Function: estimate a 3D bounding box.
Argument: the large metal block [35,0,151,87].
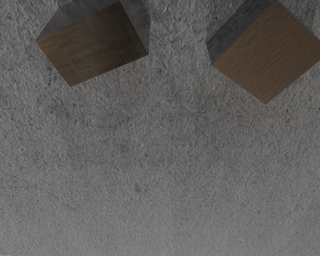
[{"bbox_3d":[-0.057,-0.093,0.291,0.080,0.080,0.050,-19,128,15],"label":"large metal block"}]

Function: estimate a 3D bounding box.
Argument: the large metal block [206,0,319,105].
[{"bbox_3d":[0.108,-0.084,0.320,0.080,0.050,0.080,30,124,-23],"label":"large metal block"}]
